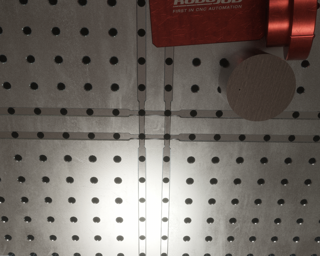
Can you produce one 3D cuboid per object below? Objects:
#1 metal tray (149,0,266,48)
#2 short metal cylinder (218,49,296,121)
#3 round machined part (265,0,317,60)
[{"bbox_3d":[0.053,-0.145,0.358,0.131,0.030,0.089,-4,110,1],"label":"metal tray"},{"bbox_3d":[0.117,-0.054,0.382,0.081,0.050,0.079,0,110,-1],"label":"short metal cylinder"},{"bbox_3d":[0.137,-0.122,0.334,0.042,0.098,0.097,2,111,17],"label":"round machined part"}]
